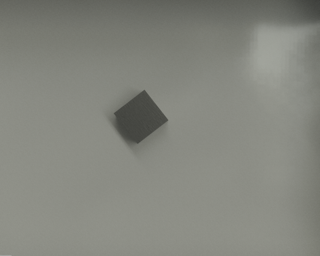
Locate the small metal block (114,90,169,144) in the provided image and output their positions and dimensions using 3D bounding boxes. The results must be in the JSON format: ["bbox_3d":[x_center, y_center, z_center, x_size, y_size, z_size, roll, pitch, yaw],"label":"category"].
[{"bbox_3d":[-0.024,-0.015,0.411,0.050,0.025,0.050,-38,90,0],"label":"small metal block"}]
